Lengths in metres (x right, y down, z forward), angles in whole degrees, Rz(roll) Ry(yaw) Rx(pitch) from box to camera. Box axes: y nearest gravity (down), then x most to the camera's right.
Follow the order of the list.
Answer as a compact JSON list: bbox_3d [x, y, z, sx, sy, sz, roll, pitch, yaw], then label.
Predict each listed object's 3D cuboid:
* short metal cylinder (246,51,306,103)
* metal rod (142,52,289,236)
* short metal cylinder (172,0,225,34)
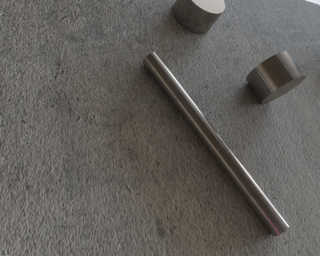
[{"bbox_3d":[0.195,-0.084,0.524,0.081,0.080,0.050,-18,71,-35],"label":"short metal cylinder"},{"bbox_3d":[0.071,0.015,0.432,0.025,0.025,0.299,-29,78,-37],"label":"metal rod"},{"bbox_3d":[0.069,-0.217,0.557,0.081,0.050,0.080,14,56,-21],"label":"short metal cylinder"}]
